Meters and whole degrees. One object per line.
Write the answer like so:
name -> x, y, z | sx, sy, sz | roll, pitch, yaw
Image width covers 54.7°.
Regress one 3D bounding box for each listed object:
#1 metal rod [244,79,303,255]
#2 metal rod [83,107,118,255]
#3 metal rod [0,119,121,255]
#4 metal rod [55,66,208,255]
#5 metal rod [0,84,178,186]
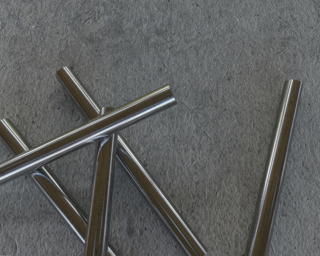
metal rod -> 0.137, 0.072, 0.382 | 0.025, 0.025, 0.300 | 18, 71, 6
metal rod -> -0.068, 0.119, 0.336 | 0.025, 0.025, 0.299 | 2, 70, 1
metal rod -> -0.106, 0.100, 0.370 | 0.025, 0.025, 0.300 | -41, 75, -13
metal rod -> -0.045, 0.035, 0.394 | 0.025, 0.025, 0.300 | -35, 74, -12
metal rod -> -0.122, 0.024, 0.359 | 0.301, 0.025, 0.025 | -24, 72, 7
